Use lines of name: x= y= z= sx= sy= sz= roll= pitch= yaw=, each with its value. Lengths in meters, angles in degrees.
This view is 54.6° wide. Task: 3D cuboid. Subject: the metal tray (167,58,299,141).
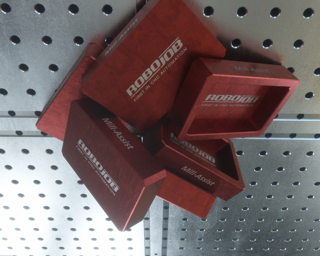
metal tray: x=0.083 y=-0.029 z=0.352 sx=0.131 sy=0.030 sz=0.089 roll=-2 pitch=135 yaw=-29

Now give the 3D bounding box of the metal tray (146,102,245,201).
metal tray: x=0.044 y=0.026 z=0.390 sx=0.130 sy=0.090 sz=0.030 roll=31 pitch=123 yaw=-24

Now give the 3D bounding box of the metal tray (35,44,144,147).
metal tray: x=-0.082 y=-0.028 z=0.384 sx=0.090 sy=0.030 sz=0.129 roll=31 pitch=124 yaw=-25

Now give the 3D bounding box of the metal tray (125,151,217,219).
metal tray: x=0.002 y=0.066 z=0.405 sx=0.090 sy=0.130 sz=0.030 roll=31 pitch=85 yaw=-24

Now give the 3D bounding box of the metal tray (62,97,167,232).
metal tray: x=-0.058 y=0.037 z=0.343 sx=0.030 sy=0.130 sz=0.089 roll=-20 pitch=145 yaw=-42

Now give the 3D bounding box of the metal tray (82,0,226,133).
metal tray: x=-0.007 y=-0.066 z=0.327 sx=0.130 sy=0.030 sz=0.090 roll=-44 pitch=122 yaw=14
